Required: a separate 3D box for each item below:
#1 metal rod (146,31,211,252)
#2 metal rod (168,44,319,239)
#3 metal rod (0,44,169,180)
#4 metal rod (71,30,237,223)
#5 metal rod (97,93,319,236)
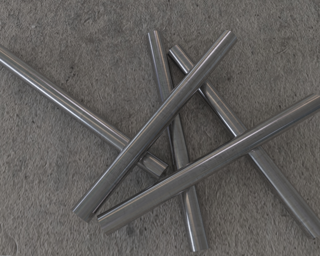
[{"bbox_3d":[0.019,0.002,0.407,0.025,0.025,0.299,-10,70,-4],"label":"metal rod"},{"bbox_3d":[0.103,0.006,0.406,0.025,0.025,0.299,-32,73,-11],"label":"metal rod"},{"bbox_3d":[-0.117,-0.028,0.417,0.300,0.025,0.025,35,74,11],"label":"metal rod"},{"bbox_3d":[0.003,-0.014,0.385,0.025,0.025,0.300,36,74,12],"label":"metal rod"},{"bbox_3d":[0.068,0.037,0.367,0.302,0.025,0.025,-28,73,-10],"label":"metal rod"}]
